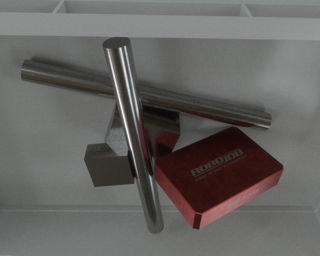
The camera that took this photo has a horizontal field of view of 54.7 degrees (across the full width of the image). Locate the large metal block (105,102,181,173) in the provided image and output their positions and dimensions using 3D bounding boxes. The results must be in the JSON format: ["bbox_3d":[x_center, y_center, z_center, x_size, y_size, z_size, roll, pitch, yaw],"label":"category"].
[{"bbox_3d":[-0.027,0.011,0.400,0.081,0.050,0.079,14,129,-12],"label":"large metal block"}]

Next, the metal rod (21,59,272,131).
[{"bbox_3d":[-0.007,-0.037,0.377,0.302,0.025,0.025,11,129,-10],"label":"metal rod"}]

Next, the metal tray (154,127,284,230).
[{"bbox_3d":[0.070,0.054,0.376,0.131,0.090,0.030,-21,136,-25],"label":"metal tray"}]

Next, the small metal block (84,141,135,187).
[{"bbox_3d":[-0.060,0.045,0.379,0.050,0.025,0.050,-5,130,3],"label":"small metal block"}]

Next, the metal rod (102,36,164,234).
[{"bbox_3d":[-0.023,0.036,0.372,0.025,0.025,0.298,-5,130,4],"label":"metal rod"}]
